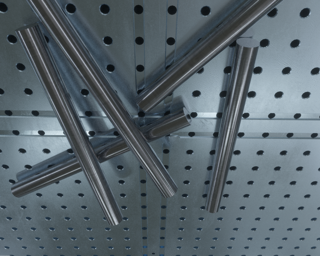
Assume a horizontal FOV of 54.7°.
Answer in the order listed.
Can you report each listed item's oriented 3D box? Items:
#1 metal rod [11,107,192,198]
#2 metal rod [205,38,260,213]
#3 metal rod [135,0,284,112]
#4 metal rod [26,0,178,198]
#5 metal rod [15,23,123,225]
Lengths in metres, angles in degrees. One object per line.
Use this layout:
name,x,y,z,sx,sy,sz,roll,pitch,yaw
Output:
metal rod,-0.095,0.042,0.445,0.300,0.025,0.025,-24,127,18
metal rod,0.092,0.021,0.430,0.025,0.025,0.298,1,130,-1
metal rod,0.084,-0.112,0.317,0.025,0.025,0.299,37,121,-27
metal rod,-0.054,-0.023,0.367,0.025,0.025,0.299,-22,120,17
metal rod,-0.103,0.018,0.399,0.025,0.025,0.298,-11,122,8
